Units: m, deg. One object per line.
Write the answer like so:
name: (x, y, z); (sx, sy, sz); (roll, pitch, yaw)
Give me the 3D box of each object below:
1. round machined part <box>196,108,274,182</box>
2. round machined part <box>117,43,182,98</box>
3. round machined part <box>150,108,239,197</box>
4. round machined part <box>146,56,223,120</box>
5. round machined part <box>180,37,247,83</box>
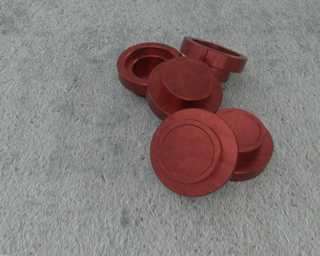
round machined part: (0.091, 0.013, 0.383); (0.099, 0.042, 0.098); (0, 50, 0)
round machined part: (-0.013, -0.082, 0.462); (0.099, 0.042, 0.098); (0, 50, 0)
round machined part: (0.035, 0.026, 0.339); (0.098, 0.042, 0.097); (-2, 83, 19)
round machined part: (0.033, -0.052, 0.395); (0.099, 0.042, 0.098); (4, 60, -7)
round machined part: (0.075, -0.100, 0.460); (0.099, 0.042, 0.098); (16, 23, -7)
